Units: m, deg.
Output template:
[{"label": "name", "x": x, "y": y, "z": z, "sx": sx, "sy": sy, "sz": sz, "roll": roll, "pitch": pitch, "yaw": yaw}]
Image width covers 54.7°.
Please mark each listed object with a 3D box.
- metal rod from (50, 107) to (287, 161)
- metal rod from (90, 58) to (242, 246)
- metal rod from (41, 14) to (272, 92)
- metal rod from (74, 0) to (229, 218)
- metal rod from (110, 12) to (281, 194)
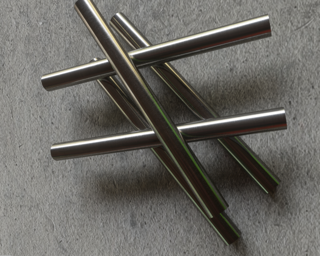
[{"label": "metal rod", "x": -0.004, "y": 0.011, "z": 0.385, "sx": 0.301, "sy": 0.025, "sz": 0.025, "roll": -9, "pitch": 87, "yaw": 19}, {"label": "metal rod", "x": -0.002, "y": 0.022, "z": 0.409, "sx": 0.025, "sy": 0.025, "sz": 0.300, "roll": -42, "pitch": 77, "yaw": 15}, {"label": "metal rod", "x": -0.019, "y": -0.089, "z": 0.390, "sx": 0.301, "sy": 0.025, "sz": 0.025, "roll": -10, "pitch": 87, "yaw": 19}, {"label": "metal rod", "x": -0.016, "y": -0.033, "z": 0.362, "sx": 0.025, "sy": 0.025, "sz": 0.299, "roll": -36, "pitch": 79, "yaw": 16}, {"label": "metal rod", "x": 0.036, "y": -0.040, "z": 0.396, "sx": 0.025, "sy": 0.025, "sz": 0.300, "roll": -44, "pitch": 77, "yaw": 14}]
